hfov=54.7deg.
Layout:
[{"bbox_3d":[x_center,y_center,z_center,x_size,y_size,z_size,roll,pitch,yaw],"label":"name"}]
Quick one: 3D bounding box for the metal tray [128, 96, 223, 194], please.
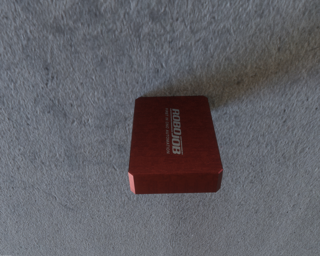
[{"bbox_3d":[0.015,0.013,0.349,0.091,0.130,0.030,-1,130,0],"label":"metal tray"}]
